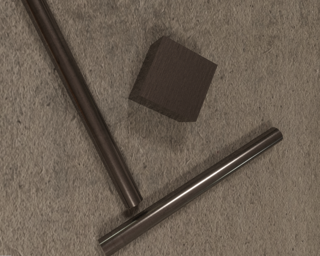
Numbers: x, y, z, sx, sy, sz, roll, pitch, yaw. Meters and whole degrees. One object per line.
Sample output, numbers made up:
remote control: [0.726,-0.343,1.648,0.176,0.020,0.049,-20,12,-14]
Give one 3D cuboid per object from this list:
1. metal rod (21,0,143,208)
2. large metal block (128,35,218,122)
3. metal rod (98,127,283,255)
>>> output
metal rod: [-0.095,-0.038,0.374,0.025,0.025,0.299,-28,99,-18]
large metal block: [0.016,-0.060,0.403,0.080,0.050,0.080,24,82,-19]
metal rod: [0.054,0.080,0.430,0.302,0.025,0.025,-29,100,-18]
